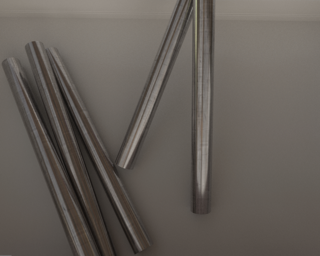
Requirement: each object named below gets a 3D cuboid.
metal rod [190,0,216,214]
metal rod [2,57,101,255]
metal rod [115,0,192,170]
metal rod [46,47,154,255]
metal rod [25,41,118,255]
[{"bbox_3d":[0.049,-0.048,0.357,0.025,0.025,0.298,0,97,0],"label":"metal rod"},{"bbox_3d":[-0.142,0.026,0.381,0.025,0.025,0.299,-27,66,-9],"label":"metal rod"},{"bbox_3d":[0.009,-0.090,0.377,0.025,0.025,0.298,23,97,8],"label":"metal rod"},{"bbox_3d":[-0.089,0.016,0.402,0.025,0.025,0.299,-27,72,-9],"label":"metal rod"},{"bbox_3d":[-0.115,0.022,0.389,0.025,0.025,0.299,-21,76,-8],"label":"metal rod"}]
